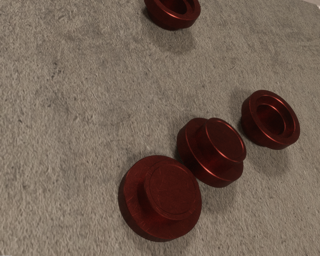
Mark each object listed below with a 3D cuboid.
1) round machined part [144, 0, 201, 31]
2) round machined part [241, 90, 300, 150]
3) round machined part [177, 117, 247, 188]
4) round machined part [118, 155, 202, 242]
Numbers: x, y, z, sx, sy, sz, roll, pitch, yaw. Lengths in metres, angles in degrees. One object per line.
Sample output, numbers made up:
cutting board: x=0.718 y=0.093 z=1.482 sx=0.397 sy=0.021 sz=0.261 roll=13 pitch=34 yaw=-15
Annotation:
round machined part: x=0.017 y=-0.206 z=0.530 sx=0.099 sy=0.042 sz=0.098 roll=14 pitch=56 yaw=-21
round machined part: x=0.169 y=-0.009 z=0.492 sx=0.099 sy=0.042 sz=0.098 roll=14 pitch=56 yaw=-21
round machined part: x=0.074 y=0.025 z=0.406 sx=0.099 sy=0.042 sz=0.098 roll=24 pitch=42 yaw=-24
round machined part: x=0.006 y=0.075 z=0.352 sx=0.099 sy=0.042 sz=0.098 roll=14 pitch=56 yaw=-21
